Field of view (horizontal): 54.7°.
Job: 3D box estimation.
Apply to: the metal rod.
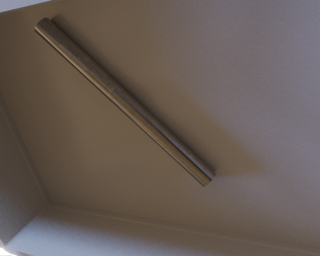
[{"bbox_3d":[-0.044,-0.032,0.410,0.300,0.025,0.025,43,129,-2],"label":"metal rod"}]
